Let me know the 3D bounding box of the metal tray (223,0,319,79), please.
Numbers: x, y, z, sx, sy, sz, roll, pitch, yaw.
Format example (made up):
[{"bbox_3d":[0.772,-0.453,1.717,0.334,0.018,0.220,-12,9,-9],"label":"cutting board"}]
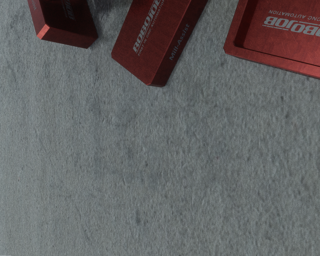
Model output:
[{"bbox_3d":[0.134,-0.098,0.290,0.130,0.030,0.089,27,107,36],"label":"metal tray"}]

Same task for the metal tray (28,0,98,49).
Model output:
[{"bbox_3d":[-0.158,-0.194,0.489,0.030,0.091,0.129,-32,71,37],"label":"metal tray"}]

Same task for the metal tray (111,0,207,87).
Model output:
[{"bbox_3d":[-0.005,-0.130,0.404,0.090,0.030,0.129,41,115,32],"label":"metal tray"}]
